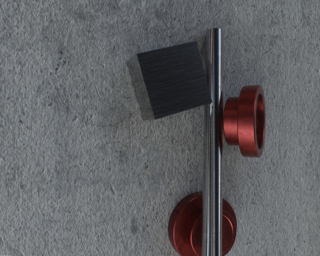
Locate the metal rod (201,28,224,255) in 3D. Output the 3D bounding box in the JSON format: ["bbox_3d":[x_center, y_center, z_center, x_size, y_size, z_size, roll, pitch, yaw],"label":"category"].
[{"bbox_3d":[0.070,0.011,0.408,0.025,0.025,0.299,7,78,-20],"label":"metal rod"}]

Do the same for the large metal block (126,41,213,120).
[{"bbox_3d":[0.011,-0.059,0.400,0.081,0.050,0.080,-18,96,-19],"label":"large metal block"}]

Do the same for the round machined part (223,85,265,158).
[{"bbox_3d":[0.116,-0.009,0.425,0.098,0.042,0.097,0,90,-64],"label":"round machined part"}]

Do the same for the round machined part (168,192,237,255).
[{"bbox_3d":[0.064,0.140,0.424,0.099,0.042,0.097,0,90,-20],"label":"round machined part"}]
